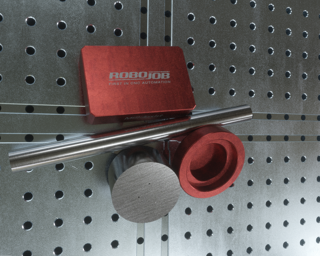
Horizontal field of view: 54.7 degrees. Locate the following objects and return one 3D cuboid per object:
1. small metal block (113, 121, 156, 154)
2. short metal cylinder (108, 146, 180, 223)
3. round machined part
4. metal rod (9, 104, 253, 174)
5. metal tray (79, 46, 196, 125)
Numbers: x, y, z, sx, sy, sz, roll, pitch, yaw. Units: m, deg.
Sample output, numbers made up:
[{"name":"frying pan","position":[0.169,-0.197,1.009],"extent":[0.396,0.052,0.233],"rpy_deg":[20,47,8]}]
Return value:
[{"name":"small metal block","position":[-0.033,0.015,0.410],"extent":[0.050,0.025,0.050],"rpy_deg":[19,84,-20]},{"name":"short metal cylinder","position":[-0.021,0.068,0.380],"extent":[0.081,0.050,0.079],"rpy_deg":[-5,110,-13]},{"name":"round machined part","position":[0.061,0.041,0.415],"extent":[0.099,0.042,0.097],"rpy_deg":[-10,116,-20]},{"name":"metal rod","position":[-0.018,0.008,0.379],"extent":[0.303,0.025,0.025],"rpy_deg":[-12,94,-20]},{"name":"metal tray","position":[-0.028,-0.056,0.385],"extent":[0.131,0.030,0.090],"rpy_deg":[-5,73,-21]}]
